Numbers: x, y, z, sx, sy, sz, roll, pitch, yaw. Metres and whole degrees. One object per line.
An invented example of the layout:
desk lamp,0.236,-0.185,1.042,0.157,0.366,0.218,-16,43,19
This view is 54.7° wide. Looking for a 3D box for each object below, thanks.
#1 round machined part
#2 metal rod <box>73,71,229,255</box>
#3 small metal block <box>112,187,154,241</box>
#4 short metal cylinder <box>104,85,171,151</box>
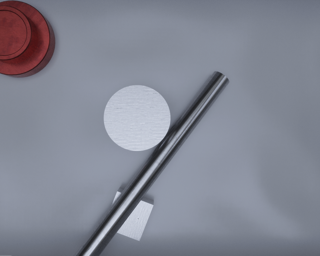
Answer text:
round machined part,-0.192,-0.117,0.400,0.099,0.042,0.097,0,90,-1
metal rod,-0.009,0.050,0.392,0.025,0.025,0.300,38,82,-1
small metal block,-0.041,0.114,0.411,0.050,0.025,0.050,21,90,-1
short metal cylinder,-0.028,-0.012,0.399,0.081,0.050,0.079,0,90,-1
